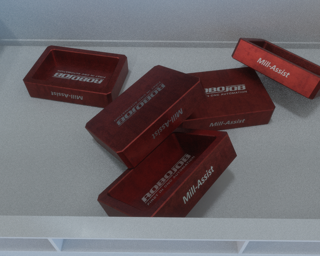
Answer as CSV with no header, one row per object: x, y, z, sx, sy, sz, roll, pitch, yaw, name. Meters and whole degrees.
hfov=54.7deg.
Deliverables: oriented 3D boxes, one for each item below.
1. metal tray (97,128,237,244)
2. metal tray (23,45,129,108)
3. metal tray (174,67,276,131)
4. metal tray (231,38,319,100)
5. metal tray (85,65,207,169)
0.008,0.051,0.329,0.131,0.030,0.090,-42,28,-29,metal tray
-0.122,-0.079,0.467,0.131,0.030,0.090,9,51,7,metal tray
0.081,-0.041,0.437,0.131,0.030,0.090,-7,50,-6,metal tray
0.182,-0.091,0.455,0.130,0.030,0.091,37,33,27,metal tray
-0.018,-0.020,0.382,0.130,0.030,0.090,-43,41,-16,metal tray
